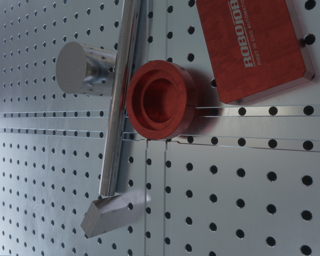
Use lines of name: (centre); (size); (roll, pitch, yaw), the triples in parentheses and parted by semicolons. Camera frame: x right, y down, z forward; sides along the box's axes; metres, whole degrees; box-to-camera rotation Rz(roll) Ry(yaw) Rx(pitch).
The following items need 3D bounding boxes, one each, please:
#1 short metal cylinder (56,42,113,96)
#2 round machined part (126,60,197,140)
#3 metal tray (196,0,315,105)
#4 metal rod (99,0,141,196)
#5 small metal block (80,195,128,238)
short metal cylinder: (-0.121, -0.092, 0.493); (0.080, 0.050, 0.079); (0, 90, 40)
round machined part: (0.006, -0.034, 0.393); (0.098, 0.042, 0.097); (0, 90, 40)
metal tray: (0.095, -0.098, 0.327); (0.090, 0.030, 0.129); (-19, 78, 38)
metal rod: (-0.060, -0.046, 0.458); (0.025, 0.025, 0.298); (14, 99, 39)
small metal block: (-0.083, 0.131, 0.462); (0.025, 0.050, 0.050); (42, 115, 32)
